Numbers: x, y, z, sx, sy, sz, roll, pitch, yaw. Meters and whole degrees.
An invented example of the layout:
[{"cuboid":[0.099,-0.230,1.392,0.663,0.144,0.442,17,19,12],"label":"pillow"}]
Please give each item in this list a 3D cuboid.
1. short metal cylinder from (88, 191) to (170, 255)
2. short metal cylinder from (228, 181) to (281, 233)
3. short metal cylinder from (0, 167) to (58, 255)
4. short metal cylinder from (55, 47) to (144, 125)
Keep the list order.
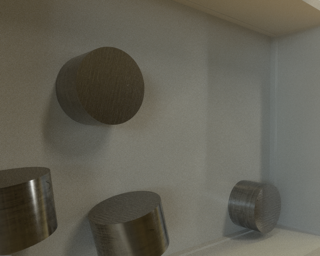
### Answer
[{"cuboid":[-0.034,0.109,0.343,0.081,0.080,0.050,-19,102,-38],"label":"short metal cylinder"},{"cuboid":[0.161,0.132,0.526,0.081,0.050,0.080,0,90,-40],"label":"short metal cylinder"},{"cuboid":[-0.132,0.067,0.261,0.081,0.080,0.050,-10,97,-40],"label":"short metal cylinder"},{"cuboid":[-0.064,-0.043,0.336,0.081,0.050,0.080,0,90,-40],"label":"short metal cylinder"}]
